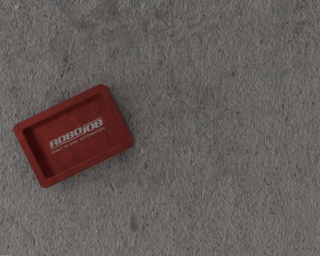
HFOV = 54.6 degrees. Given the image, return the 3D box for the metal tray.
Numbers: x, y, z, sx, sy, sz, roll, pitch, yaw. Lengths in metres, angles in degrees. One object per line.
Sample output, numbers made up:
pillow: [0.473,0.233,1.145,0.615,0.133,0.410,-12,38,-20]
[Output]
metal tray: [-0.110,0.010,0.406,0.130,0.030,0.090,-26,90,0]
